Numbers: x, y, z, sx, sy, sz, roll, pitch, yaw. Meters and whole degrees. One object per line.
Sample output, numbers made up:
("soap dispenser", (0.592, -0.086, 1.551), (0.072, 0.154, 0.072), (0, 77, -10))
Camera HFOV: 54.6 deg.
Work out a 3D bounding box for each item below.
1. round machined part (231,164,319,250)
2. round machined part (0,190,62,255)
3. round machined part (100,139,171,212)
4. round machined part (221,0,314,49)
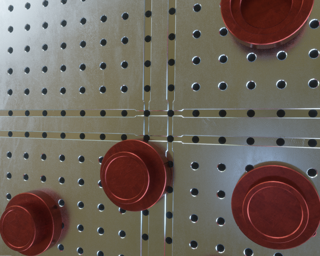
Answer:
("round machined part", (0.132, 0.092, 0.357), (0.098, 0.042, 0.097), (0, 90, 20))
("round machined part", (-0.204, 0.148, 0.477), (0.098, 0.042, 0.097), (0, 90, 20))
("round machined part", (-0.038, 0.064, 0.418), (0.098, 0.042, 0.097), (0, 90, 20))
("round machined part", (0.123, -0.141, 0.360), (0.098, 0.042, 0.097), (0, 90, 20))
